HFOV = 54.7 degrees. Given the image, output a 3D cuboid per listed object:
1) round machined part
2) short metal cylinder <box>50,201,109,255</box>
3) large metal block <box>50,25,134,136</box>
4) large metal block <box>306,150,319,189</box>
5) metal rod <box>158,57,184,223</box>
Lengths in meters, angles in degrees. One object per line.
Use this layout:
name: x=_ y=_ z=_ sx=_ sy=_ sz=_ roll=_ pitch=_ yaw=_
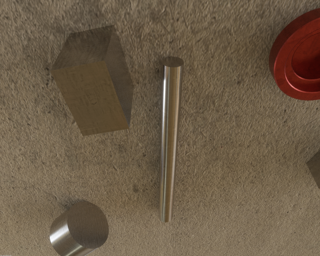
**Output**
round machined part: x=0.166 y=-0.081 z=0.330 sx=0.099 sy=0.042 sz=0.097 roll=-1 pitch=130 yaw=0
short metal cylinder: x=-0.133 y=0.170 z=0.514 sx=0.080 sy=0.080 sz=0.050 roll=36 pitch=121 yaw=-27
large metal block: x=-0.065 y=-0.051 z=0.327 sx=0.050 sy=0.080 sz=0.080 roll=-9 pitch=130 yaw=7
large metal block: x=0.276 y=0.054 z=0.441 sx=0.081 sy=0.050 sz=0.079 roll=18 pitch=128 yaw=-15
metal rod: x=0.012 y=0.040 z=0.441 sx=0.025 sy=0.025 sz=0.298 roll=0 pitch=130 yaw=-1
